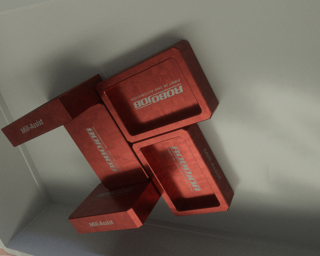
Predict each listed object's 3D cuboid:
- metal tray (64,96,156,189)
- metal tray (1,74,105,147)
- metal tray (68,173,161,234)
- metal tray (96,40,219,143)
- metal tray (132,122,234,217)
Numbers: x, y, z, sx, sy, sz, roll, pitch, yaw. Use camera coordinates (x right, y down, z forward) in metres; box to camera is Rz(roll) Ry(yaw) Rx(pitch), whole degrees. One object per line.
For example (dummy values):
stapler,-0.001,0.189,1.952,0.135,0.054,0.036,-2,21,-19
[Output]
metal tray,-0.074,0.024,0.454,0.090,0.030,0.130,-19,109,35
metal tray,-0.141,-0.023,0.420,0.130,0.090,0.030,-19,108,35
metal tray,-0.063,0.111,0.463,0.130,0.090,0.030,-18,109,35
metal tray,-0.006,-0.039,0.381,0.130,0.030,0.090,-18,109,34
metal tray,0.032,0.058,0.421,0.090,0.030,0.130,-19,109,35
